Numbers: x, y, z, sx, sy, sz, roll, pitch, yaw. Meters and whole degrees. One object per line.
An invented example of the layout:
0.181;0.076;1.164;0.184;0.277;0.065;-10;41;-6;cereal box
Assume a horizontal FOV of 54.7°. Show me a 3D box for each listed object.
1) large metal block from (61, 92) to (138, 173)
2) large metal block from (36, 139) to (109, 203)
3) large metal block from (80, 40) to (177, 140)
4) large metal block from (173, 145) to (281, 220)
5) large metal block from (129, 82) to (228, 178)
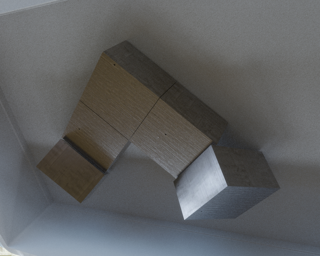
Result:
-0.079;0.002;0.434;0.080;0.050;0.080;39;129;1;large metal block
-0.127;0.064;0.469;0.080;0.050;0.080;39;172;1;large metal block
-0.040;-0.046;0.383;0.080;0.050;0.080;39;129;1;large metal block
0.076;0.067;0.364;0.081;0.050;0.080;9;138;-31;large metal block
0.022;0.005;0.381;0.080;0.050;0.080;39;129;1;large metal block
